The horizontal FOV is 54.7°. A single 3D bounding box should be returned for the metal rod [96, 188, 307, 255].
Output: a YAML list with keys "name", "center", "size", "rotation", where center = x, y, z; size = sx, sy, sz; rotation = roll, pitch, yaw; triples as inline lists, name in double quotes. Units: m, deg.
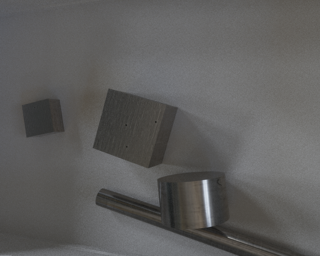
- name: "metal rod"
  center: [0.054, 0.131, 0.390]
  size: [0.301, 0.025, 0.025]
  rotation: [14, 95, 19]

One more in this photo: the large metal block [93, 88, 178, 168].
- name: "large metal block"
  center: [-0.031, -0.001, 0.407]
  size: [0.080, 0.050, 0.080]
  rotation: [18, 96, 18]

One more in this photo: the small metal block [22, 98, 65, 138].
- name: "small metal block"
  center: [-0.178, -0.014, 0.471]
  size: [0.050, 0.025, 0.050]
  rotation: [-11, 87, 19]

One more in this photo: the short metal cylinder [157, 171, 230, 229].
- name: "short metal cylinder"
  center: [0.039, 0.082, 0.367]
  size: [0.080, 0.080, 0.050]
  rotation: [-6, 88, 19]
